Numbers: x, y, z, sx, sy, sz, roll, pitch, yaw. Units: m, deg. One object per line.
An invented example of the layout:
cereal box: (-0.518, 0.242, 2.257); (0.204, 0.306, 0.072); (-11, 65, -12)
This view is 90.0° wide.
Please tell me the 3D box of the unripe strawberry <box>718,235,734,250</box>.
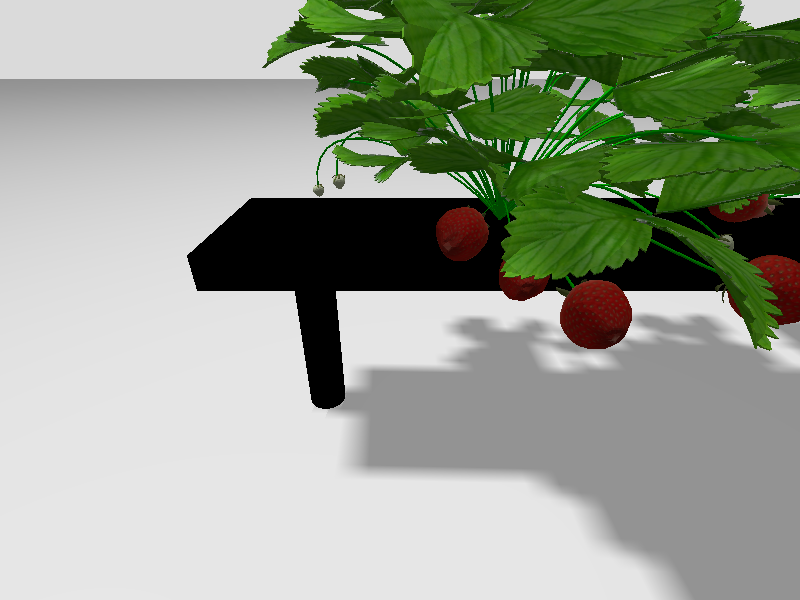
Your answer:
unripe strawberry: (0.242, -0.041, 0.298); (0.013, 0.013, 0.012); (-51, -2, 39)

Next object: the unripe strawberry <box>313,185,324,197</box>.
unripe strawberry: (-0.083, -0.111, 0.409); (0.011, 0.011, 0.011); (10, 32, 16)

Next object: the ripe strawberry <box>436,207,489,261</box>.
ripe strawberry: (0.041, -0.044, 0.279); (0.037, 0.039, 0.041); (16, 35, 25)

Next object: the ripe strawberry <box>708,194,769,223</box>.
ripe strawberry: (0.295, -0.088, 0.353); (0.042, 0.041, 0.039); (-1, 31, 0)

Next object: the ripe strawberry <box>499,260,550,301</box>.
ripe strawberry: (0.073, -0.013, 0.234); (0.029, 0.031, 0.031); (4, 31, 6)

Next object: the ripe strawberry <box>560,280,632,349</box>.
ripe strawberry: (0.097, 0.009, 0.195); (0.032, 0.034, 0.035); (-1, 31, -2)

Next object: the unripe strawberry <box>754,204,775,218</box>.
unripe strawberry: (0.326, -0.084, 0.363); (0.020, 0.019, 0.018); (28, 28, -14)

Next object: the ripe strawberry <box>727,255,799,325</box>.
ripe strawberry: (0.201, -0.004, 0.214); (0.035, 0.037, 0.038); (-19, 36, -29)
